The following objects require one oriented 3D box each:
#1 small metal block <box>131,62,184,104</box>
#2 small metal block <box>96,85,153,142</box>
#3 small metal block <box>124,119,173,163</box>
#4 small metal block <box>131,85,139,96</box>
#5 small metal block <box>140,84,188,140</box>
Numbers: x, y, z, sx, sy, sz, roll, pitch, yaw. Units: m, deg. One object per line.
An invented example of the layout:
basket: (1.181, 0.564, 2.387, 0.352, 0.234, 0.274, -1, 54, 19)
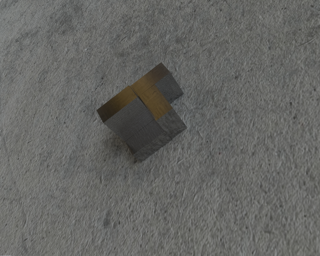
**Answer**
small metal block: (-0.002, -0.052, 0.421, 0.050, 0.050, 0.025, -37, 51, 3)
small metal block: (-0.042, -0.017, 0.388, 0.050, 0.050, 0.025, -37, 51, 3)
small metal block: (-0.020, 0.009, 0.409, 0.050, 0.025, 0.050, -36, 51, 3)
small metal block: (-0.042, -0.022, 0.423, 0.050, 0.050, 0.025, -37, 51, 3)
small metal block: (0.005, -0.020, 0.398, 0.025, 0.050, 0.050, -37, 51, 3)
